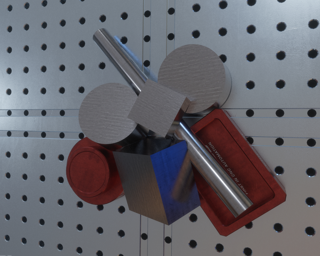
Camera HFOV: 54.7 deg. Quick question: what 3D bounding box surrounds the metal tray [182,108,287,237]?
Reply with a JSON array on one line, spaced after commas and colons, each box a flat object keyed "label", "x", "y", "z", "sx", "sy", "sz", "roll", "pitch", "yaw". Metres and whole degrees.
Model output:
[{"label": "metal tray", "x": 0.077, "y": 0.052, "z": 0.379, "sx": 0.090, "sy": 0.030, "sz": 0.130, "roll": -38, "pitch": 78, "yaw": 16}]

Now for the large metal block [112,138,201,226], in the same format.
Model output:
[{"label": "large metal block", "x": -0.005, "y": 0.059, "z": 0.369, "sx": 0.080, "sy": 0.050, "sz": 0.080, "roll": -1, "pitch": 107, "yaw": 53}]

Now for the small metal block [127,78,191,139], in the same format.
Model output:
[{"label": "small metal block", "x": -0.001, "y": -0.021, "z": 0.353, "sx": 0.050, "sy": 0.025, "sz": 0.050, "roll": 28, "pitch": 91, "yaw": 18}]

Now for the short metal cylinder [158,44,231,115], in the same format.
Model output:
[{"label": "short metal cylinder", "x": 0.044, "y": -0.057, "z": 0.380, "sx": 0.080, "sy": 0.050, "sz": 0.079, "roll": 0, "pitch": 90, "yaw": 20}]

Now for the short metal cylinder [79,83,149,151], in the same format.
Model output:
[{"label": "short metal cylinder", "x": -0.057, "y": -0.012, "z": 0.404, "sx": 0.080, "sy": 0.050, "sz": 0.080, "roll": -3, "pitch": 73, "yaw": 10}]

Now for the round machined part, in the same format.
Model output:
[{"label": "round machined part", "x": -0.090, "y": 0.059, "z": 0.430, "sx": 0.098, "sy": 0.042, "sz": 0.097, "roll": 0, "pitch": 90, "yaw": 19}]

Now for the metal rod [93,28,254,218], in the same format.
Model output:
[{"label": "metal rod", "x": 0.003, "y": -0.022, "z": 0.381, "sx": 0.025, "sy": 0.025, "sz": 0.300, "roll": -45, "pitch": 67, "yaw": 14}]
